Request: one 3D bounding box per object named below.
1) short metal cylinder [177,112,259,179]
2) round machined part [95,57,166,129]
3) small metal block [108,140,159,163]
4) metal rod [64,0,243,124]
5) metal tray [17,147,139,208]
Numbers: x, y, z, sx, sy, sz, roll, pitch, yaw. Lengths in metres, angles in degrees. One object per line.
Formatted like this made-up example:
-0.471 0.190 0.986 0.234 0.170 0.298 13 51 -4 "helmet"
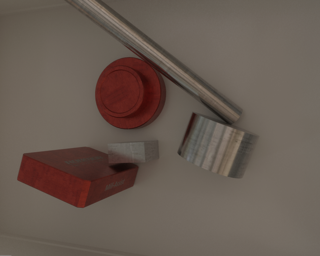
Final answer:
0.066 0.018 0.358 0.080 0.080 0.050 22 98 18 "short metal cylinder"
-0.045 -0.047 0.416 0.098 0.042 0.097 0 90 19 "round machined part"
-0.034 0.031 0.408 0.050 0.050 0.025 -4 89 19 "small metal block"
-0.028 -0.100 0.355 0.301 0.025 0.025 36 103 -10 "metal rod"
-0.094 0.055 0.387 0.090 0.130 0.030 18 96 19 "metal tray"
